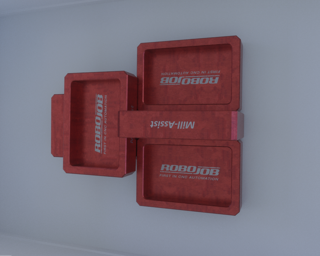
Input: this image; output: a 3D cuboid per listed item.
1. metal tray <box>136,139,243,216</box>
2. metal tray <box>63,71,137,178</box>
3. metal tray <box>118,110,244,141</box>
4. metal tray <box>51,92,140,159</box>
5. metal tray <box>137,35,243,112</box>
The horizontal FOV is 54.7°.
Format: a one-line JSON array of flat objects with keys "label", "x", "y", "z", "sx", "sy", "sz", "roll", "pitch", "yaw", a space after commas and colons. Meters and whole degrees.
[{"label": "metal tray", "x": 0.036, "y": 0.057, "z": 0.393, "sx": 0.130, "sy": 0.030, "sz": 0.089, "roll": 1, "pitch": 90, "yaw": 19}, {"label": "metal tray", "x": -0.078, "y": -0.005, "z": 0.399, "sx": 0.090, "sy": 0.030, "sz": 0.129, "roll": 1, "pitch": 90, "yaw": 19}, {"label": "metal tray", "x": 0.028, "y": -0.004, "z": 0.363, "sx": 0.130, "sy": 0.090, "sz": 0.030, "roll": 1, "pitch": 91, "yaw": 19}, {"label": "metal tray", "x": -0.090, "y": -0.003, "z": 0.435, "sx": 0.130, "sy": 0.030, "sz": 0.089, "roll": 0, "pitch": 90, "yaw": 19}, {"label": "metal tray", "x": 0.036, "y": -0.064, "z": 0.393, "sx": 0.130, "sy": 0.030, "sz": 0.089, "roll": 1, "pitch": 90, "yaw": 19}]
